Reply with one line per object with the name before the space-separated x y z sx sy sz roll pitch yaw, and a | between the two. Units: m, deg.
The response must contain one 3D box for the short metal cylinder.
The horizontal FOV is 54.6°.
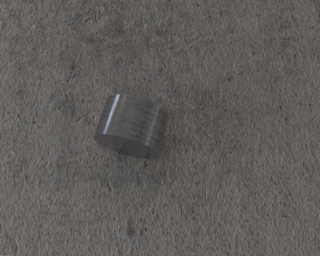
short metal cylinder | -0.034 0.001 0.379 0.080 0.080 0.050 14 71 5
